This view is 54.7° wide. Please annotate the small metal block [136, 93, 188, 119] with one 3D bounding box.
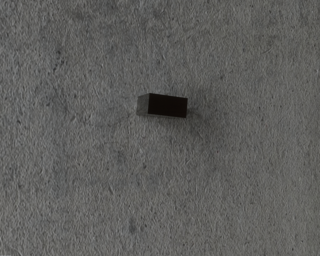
[{"bbox_3d":[0.001,-0.027,0.398,0.050,0.050,0.025,6,88,-20],"label":"small metal block"}]
